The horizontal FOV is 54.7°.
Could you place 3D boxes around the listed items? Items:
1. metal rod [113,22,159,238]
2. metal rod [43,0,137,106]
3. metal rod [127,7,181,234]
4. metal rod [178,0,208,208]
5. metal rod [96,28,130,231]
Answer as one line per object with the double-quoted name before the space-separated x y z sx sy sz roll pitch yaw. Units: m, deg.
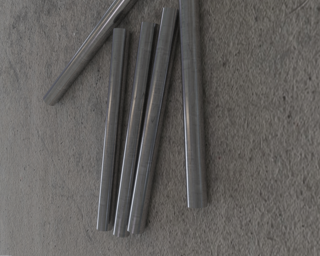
"metal rod" -0.034 0.007 0.433 0.025 0.025 0.298 14 99 39
"metal rod" -0.108 -0.133 0.494 0.299 0.025 0.025 -41 65 32
"metal rod" -0.009 -0.003 0.412 0.025 0.025 0.298 16 100 39
"metal rod" 0.038 -0.056 0.373 0.025 0.025 0.298 -4 88 40
"metal rod" -0.070 0.005 0.462 0.025 0.025 0.298 10 96 39
